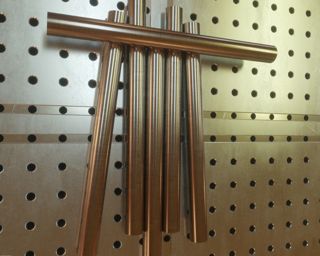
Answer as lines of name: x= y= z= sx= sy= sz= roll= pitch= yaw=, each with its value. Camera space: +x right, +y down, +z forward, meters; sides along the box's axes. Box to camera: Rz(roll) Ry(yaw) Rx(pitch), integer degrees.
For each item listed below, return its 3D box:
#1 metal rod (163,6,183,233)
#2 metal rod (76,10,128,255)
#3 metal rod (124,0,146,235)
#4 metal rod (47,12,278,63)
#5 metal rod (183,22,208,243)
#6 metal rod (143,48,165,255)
metal rod: x=0.016 y=-0.011 z=0.420 sx=0.025 sy=0.025 sz=0.298 roll=1 pitch=90 yaw=-20
metal rod: x=-0.071 y=0.005 z=0.385 sx=0.025 sy=0.025 sz=0.299 roll=8 pitch=87 yaw=-20
metal rod: x=-0.032 y=-0.015 z=0.401 sx=0.025 sy=0.025 sz=0.298 roll=1 pitch=90 yaw=-20
metal rod: x=0.018 y=-0.110 z=0.392 sx=0.302 sy=0.025 sz=0.025 roll=2 pitch=90 yaw=-20
metal rod: x=0.048 y=0.006 z=0.430 sx=0.025 sy=0.025 sz=0.298 roll=-2 pitch=91 yaw=-20
metal rod: x=-0.008 y=0.041 z=0.409 sx=0.025 sy=0.025 sz=0.298 roll=1 pitch=90 yaw=-20
